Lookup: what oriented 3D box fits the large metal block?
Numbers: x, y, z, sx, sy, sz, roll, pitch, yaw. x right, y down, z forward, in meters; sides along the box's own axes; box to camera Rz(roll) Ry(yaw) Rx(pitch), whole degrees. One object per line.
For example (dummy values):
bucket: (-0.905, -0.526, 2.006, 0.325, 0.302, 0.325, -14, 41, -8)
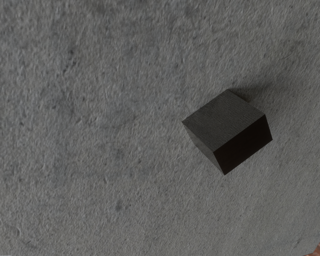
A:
large metal block: (0.090, 0.003, 0.421, 0.080, 0.080, 0.050, -36, 129, -5)
